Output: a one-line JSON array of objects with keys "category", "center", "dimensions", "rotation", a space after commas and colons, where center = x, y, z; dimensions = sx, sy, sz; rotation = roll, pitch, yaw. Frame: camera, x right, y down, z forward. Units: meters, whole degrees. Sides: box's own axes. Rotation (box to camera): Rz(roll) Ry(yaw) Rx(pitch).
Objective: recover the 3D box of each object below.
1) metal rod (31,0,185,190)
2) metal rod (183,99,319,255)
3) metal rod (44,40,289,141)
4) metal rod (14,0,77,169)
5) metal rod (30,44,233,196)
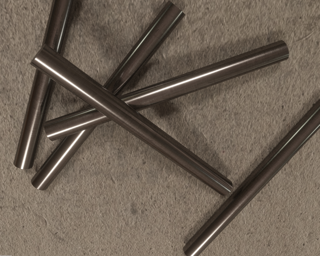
[{"category": "metal rod", "center": [-0.075, -0.030, 0.397], "dimensions": [0.025, 0.025, 0.299], "rotation": [37, 105, -13]}, {"category": "metal rod", "center": [0.133, 0.080, 0.441], "dimensions": [0.025, 0.025, 0.299], "rotation": [34, 106, -12]}, {"category": "metal rod", "center": [0.008, -0.045, 0.375], "dimensions": [0.302, 0.025, 0.025], "rotation": [-19, 109, -1]}, {"category": "metal rod", "center": [-0.135, -0.081, 0.377], "dimensions": [0.025, 0.025, 0.298], "rotation": [19, 109, -8]}, {"category": "metal rod", "center": [-0.012, 0.007, 0.372], "dimensions": [0.301, 0.025, 0.025], "rotation": [37, 107, -29]}]
